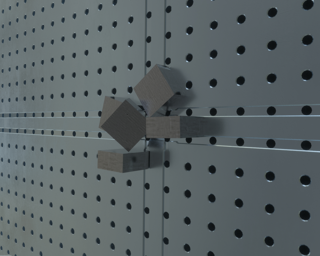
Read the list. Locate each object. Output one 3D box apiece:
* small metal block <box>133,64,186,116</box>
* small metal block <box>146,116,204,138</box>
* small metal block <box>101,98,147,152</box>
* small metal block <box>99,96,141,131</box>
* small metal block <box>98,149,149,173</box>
[{"bbox_3d":[-0.001,-0.048,0.409,0.050,0.025,0.050,-42,65,31],"label":"small metal block"},{"bbox_3d":[0.019,-0.001,0.376,0.050,0.050,0.025,-1,89,39],"label":"small metal block"},{"bbox_3d":[-0.042,-0.005,0.419,0.050,0.025,0.050,43,101,-3],"label":"small metal block"},{"bbox_3d":[-0.060,-0.016,0.457,0.050,0.025,0.050,22,104,37],"label":"small metal block"},{"bbox_3d":[-0.051,0.044,0.433,0.050,0.050,0.025,3,92,39],"label":"small metal block"}]
